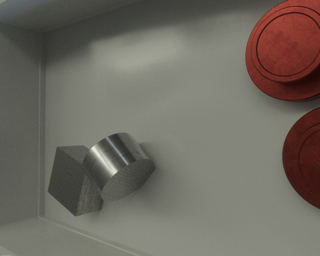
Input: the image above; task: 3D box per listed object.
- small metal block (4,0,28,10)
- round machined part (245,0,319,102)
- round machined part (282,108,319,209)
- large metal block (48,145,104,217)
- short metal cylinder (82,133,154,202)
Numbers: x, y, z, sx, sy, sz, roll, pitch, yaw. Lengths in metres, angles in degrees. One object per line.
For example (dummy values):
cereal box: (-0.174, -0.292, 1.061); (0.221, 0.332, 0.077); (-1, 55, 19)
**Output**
small metal block: (-0.304, -0.281, 0.656); (0.050, 0.025, 0.050); (22, 104, 37)
round machined part: (0.126, -0.074, 0.291); (0.098, 0.042, 0.097); (0, 90, 39)
round machined part: (0.155, 0.027, 0.267); (0.098, 0.042, 0.097); (0, 90, 39)
large metal block: (-0.128, 0.080, 0.494); (0.080, 0.050, 0.079); (25, 106, 37)
short metal cylinder: (-0.055, 0.052, 0.414); (0.050, 0.081, 0.080); (48, 119, 29)
